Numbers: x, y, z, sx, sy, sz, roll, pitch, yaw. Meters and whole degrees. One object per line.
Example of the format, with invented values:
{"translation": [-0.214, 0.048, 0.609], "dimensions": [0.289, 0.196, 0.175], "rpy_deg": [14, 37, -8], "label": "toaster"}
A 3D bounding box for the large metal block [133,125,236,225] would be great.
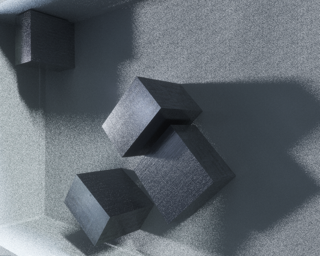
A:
{"translation": [0.027, 0.053, 0.367], "dimensions": [0.080, 0.050, 0.080], "rpy_deg": [-51, 61, 28], "label": "large metal block"}

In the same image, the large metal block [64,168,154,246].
{"translation": [-0.070, 0.104, 0.426], "dimensions": [0.080, 0.081, 0.050], "rpy_deg": [41, 115, 32], "label": "large metal block"}

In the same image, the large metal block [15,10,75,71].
{"translation": [-0.195, -0.144, 0.528], "dimensions": [0.050, 0.081, 0.079], "rpy_deg": [-1, 89, 40], "label": "large metal block"}

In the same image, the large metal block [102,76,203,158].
{"translation": [-0.009, -0.012, 0.377], "dimensions": [0.080, 0.081, 0.050], "rpy_deg": [-51, 61, 28], "label": "large metal block"}
